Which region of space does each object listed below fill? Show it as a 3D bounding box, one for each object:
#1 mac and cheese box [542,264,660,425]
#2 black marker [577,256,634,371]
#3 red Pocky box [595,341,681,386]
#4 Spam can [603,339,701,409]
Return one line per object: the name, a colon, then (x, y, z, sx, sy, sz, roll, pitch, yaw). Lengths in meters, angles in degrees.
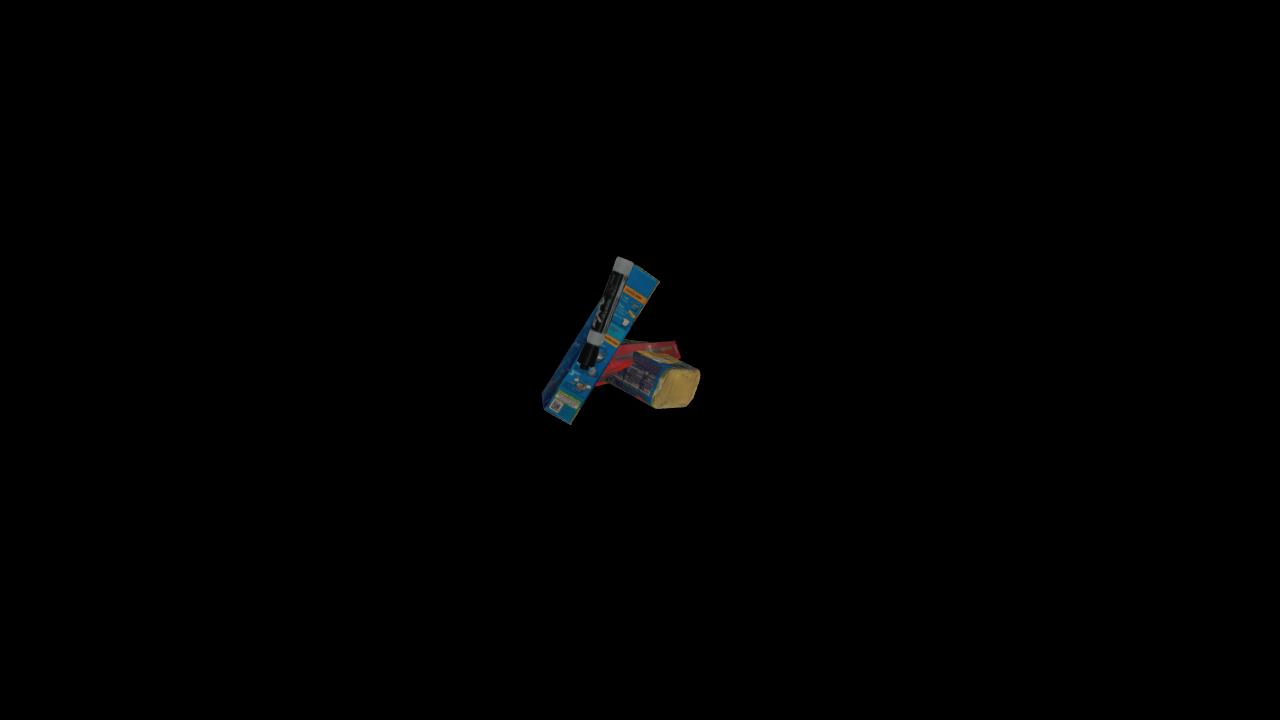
mac and cheese box: (-0.049, -0.022, 0.701, 0.041, 0.184, 0.093, 32, 1, -12)
black marker: (-0.037, -0.046, 0.631, 0.020, 0.121, 0.020, 21, 6, -2)
red Pocky box: (-0.022, 0.005, 0.759, 0.083, 0.028, 0.155, -27, -11, 33)
Spam can: (0.015, 0.018, 0.749, 0.085, 0.058, 0.101, 27, 12, 29)
